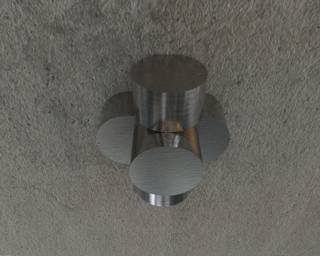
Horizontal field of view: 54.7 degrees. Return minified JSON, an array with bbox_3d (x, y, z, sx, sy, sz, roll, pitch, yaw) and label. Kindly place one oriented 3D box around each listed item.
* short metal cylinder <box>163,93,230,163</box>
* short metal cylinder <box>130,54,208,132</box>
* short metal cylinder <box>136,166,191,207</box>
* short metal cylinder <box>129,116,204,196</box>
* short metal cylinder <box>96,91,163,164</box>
[{"bbox_3d":[0.044,0.000,0.393,0.081,0.050,0.079,0,130,0],"label":"short metal cylinder"},{"bbox_3d":[0.010,-0.040,0.339,0.081,0.080,0.050,0,130,-1],"label":"short metal cylinder"},{"bbox_3d":[0.005,0.059,0.424,0.081,0.080,0.050,0,130,-1],"label":"short metal cylinder"},{"bbox_3d":[0.007,0.033,0.354,0.081,0.050,0.079,0,130,0],"label":"short metal cylinder"},{"bbox_3d":[-0.036,0.000,0.392,0.081,0.050,0.079,0,130,0],"label":"short metal cylinder"}]
